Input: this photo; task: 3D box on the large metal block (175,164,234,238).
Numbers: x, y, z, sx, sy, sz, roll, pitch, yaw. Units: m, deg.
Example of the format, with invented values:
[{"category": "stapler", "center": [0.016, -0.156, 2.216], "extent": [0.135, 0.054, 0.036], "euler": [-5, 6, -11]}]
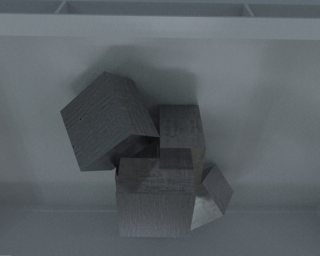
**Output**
[{"category": "large metal block", "center": [0.053, 0.103, 0.449], "extent": [0.080, 0.080, 0.050], "euler": [-34, 87, 25]}]

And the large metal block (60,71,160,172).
[{"category": "large metal block", "center": [-0.059, -0.005, 0.357], "extent": [0.080, 0.080, 0.050], "euler": [-35, 157, 26]}]

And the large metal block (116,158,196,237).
[{"category": "large metal block", "center": [-0.005, 0.080, 0.353], "extent": [0.081, 0.050, 0.079], "euler": [1, 130, -1]}]

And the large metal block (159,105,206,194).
[{"category": "large metal block", "center": [0.024, 0.027, 0.392], "extent": [0.050, 0.080, 0.079], "euler": [1, 130, -1]}]

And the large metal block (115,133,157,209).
[{"category": "large metal block", "center": [-0.029, 0.063, 0.424], "extent": [0.050, 0.080, 0.079], "euler": [1, 130, -1]}]
